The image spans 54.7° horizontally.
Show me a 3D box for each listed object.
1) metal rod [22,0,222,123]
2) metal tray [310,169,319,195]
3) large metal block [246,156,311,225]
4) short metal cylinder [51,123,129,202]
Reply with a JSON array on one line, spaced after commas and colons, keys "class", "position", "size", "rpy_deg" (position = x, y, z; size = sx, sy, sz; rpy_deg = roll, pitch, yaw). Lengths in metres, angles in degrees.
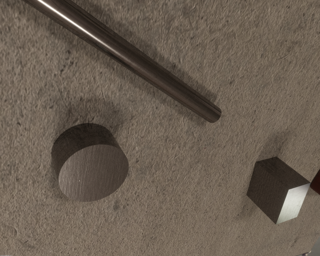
[{"class": "metal rod", "position": [-0.027, -0.075, 0.346], "size": [0.301, 0.025, 0.025], "rpy_deg": [29, 102, -38]}, {"class": "metal tray", "position": [0.407, 0.106, 0.696], "size": [0.131, 0.030, 0.089], "rpy_deg": [7, 115, -32]}, {"class": "large metal block", "position": [0.210, 0.110, 0.557], "size": [0.050, 0.080, 0.079], "rpy_deg": [-10, 123, -24]}, {"class": "short metal cylinder", "position": [-0.084, 0.041, 0.371], "size": [0.081, 0.050, 0.079], "rpy_deg": [-14, 125, -21]}]
